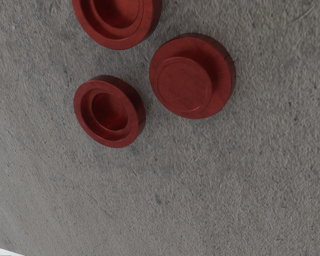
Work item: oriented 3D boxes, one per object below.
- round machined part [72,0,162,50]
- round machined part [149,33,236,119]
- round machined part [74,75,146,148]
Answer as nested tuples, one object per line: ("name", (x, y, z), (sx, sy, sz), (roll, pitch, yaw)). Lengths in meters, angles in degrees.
("round machined part", (-0.042, -0.138, 0.333), (0.098, 0.042, 0.097), (13, 124, 21))
("round machined part", (0.032, -0.053, 0.347), (0.098, 0.042, 0.097), (13, 124, 21))
("round machined part", (-0.062, -0.025, 0.413), (0.098, 0.042, 0.097), (13, 124, 21))
